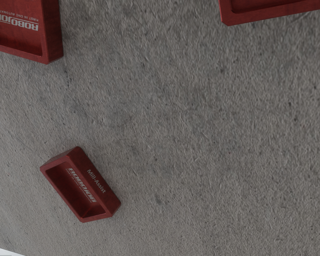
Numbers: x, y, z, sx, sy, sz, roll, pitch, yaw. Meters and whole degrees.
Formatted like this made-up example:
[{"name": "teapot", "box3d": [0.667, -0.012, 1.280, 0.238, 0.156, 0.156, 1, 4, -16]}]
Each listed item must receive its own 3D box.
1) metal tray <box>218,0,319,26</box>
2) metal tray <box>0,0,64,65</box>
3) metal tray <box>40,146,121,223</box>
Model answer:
[{"name": "metal tray", "box3d": [0.110, -0.140, 0.245, 0.130, 0.030, 0.089, -5, 117, 19]}, {"name": "metal tray", "box3d": [-0.196, -0.145, 0.416, 0.130, 0.030, 0.089, 18, 126, 17]}, {"name": "metal tray", "box3d": [-0.139, 0.102, 0.539, 0.090, 0.030, 0.130, -23, 106, 36]}]
